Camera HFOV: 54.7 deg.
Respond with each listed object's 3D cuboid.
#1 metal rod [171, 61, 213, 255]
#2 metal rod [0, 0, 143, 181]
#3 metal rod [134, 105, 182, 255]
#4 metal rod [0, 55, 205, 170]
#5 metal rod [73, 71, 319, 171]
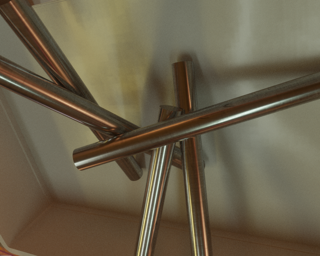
[{"bbox_3d":[0.041,0.075,0.356,0.025,0.025,0.298,-5,92,30],"label":"metal rod"},{"bbox_3d":[-0.080,-0.017,0.361,0.025,0.025,0.299,7,147,25],"label":"metal rod"},{"bbox_3d":[-0.013,0.119,0.377,0.025,0.025,0.298,16,107,19],"label":"metal rod"},{"bbox_3d":[-0.059,-0.006,0.334,0.301,0.025,0.025,28,137,-34],"label":"metal rod"},{"bbox_3d":[0.052,-0.010,0.306,0.301,0.025,0.025,-17,111,12],"label":"metal rod"}]
